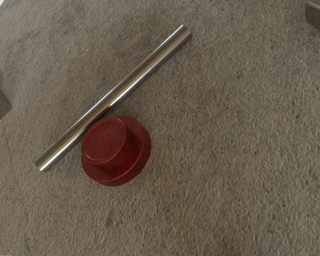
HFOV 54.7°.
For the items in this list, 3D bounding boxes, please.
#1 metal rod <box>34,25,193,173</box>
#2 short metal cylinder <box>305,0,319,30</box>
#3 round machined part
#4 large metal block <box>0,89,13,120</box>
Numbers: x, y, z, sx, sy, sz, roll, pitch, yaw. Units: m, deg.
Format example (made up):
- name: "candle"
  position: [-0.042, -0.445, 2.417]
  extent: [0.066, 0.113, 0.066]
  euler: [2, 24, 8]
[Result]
- name: "metal rod"
  position: [-0.068, -0.045, 0.467]
  extent: [0.300, 0.025, 0.025]
  euler: [-43, 51, -2]
- name: "short metal cylinder"
  position: [0.212, -0.140, 0.343]
  extent: [0.080, 0.080, 0.050]
  euler: [-37, 51, 3]
- name: "round machined part"
  position: [-0.065, 0.024, 0.412]
  extent: [0.098, 0.042, 0.098]
  euler: [-13, 56, 21]
- name: "large metal block"
  position: [-0.343, -0.042, 0.594]
  extent: [0.080, 0.050, 0.080]
  euler: [-46, 51, -4]
